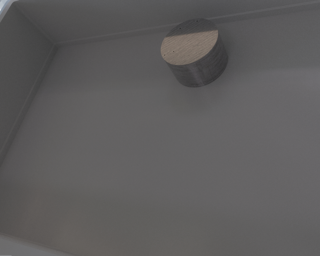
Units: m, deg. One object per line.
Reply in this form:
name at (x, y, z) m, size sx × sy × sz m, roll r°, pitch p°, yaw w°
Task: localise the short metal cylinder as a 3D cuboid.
short metal cylinder at (0.048, -0.103, 0.429) m, size 0.080 × 0.050 × 0.080 m, roll -13°, pitch 56°, yaw 21°
